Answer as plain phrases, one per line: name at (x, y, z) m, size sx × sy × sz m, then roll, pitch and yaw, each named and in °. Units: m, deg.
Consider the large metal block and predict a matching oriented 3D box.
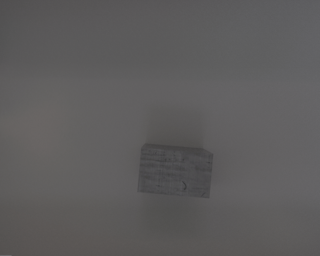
large metal block at (0.017, 0.050, 0.384) m, size 0.080 × 0.080 × 0.050 m, roll 5°, pitch 90°, yaw 0°
